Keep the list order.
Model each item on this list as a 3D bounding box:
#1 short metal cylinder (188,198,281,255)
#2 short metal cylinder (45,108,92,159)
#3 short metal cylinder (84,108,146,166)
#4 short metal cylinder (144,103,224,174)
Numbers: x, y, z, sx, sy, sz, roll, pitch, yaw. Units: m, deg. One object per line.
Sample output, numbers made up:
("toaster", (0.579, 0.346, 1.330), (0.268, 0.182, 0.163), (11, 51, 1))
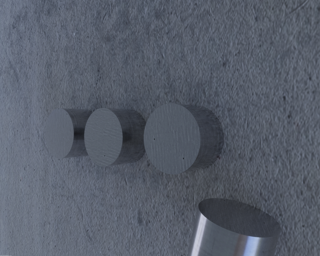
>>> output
("short metal cylinder", (0.073, 0.110, 0.309), (0.080, 0.081, 0.050), (19, 102, 38))
("short metal cylinder", (-0.143, 0.008, 0.507), (0.080, 0.050, 0.080), (0, 90, 40))
("short metal cylinder", (-0.062, 0.012, 0.440), (0.080, 0.050, 0.080), (0, 90, 40))
("short metal cylinder", (0.027, 0.012, 0.366), (0.080, 0.050, 0.080), (0, 90, 40))
